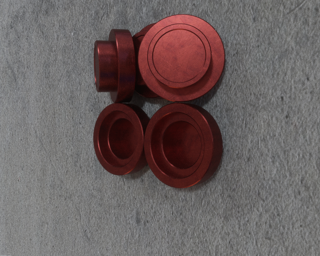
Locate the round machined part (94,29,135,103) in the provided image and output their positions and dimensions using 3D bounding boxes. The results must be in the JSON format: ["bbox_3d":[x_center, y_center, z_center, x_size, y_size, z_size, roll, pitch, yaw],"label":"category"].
[{"bbox_3d":[-0.064,-0.082,0.415,0.098,0.042,0.097,177,89,-73],"label":"round machined part"}]

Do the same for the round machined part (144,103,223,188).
[{"bbox_3d":[0.031,0.020,0.368,0.098,0.042,0.097,0,90,39],"label":"round machined part"}]

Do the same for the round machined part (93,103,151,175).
[{"bbox_3d":[-0.045,0.015,0.430,0.098,0.042,0.097,0,90,39],"label":"round machined part"}]

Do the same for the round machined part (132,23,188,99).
[{"bbox_3d":[-0.010,-0.088,0.401,0.098,0.042,0.097,0,90,39],"label":"round machined part"}]

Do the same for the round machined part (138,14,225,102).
[{"bbox_3d":[0.023,-0.078,0.346,0.099,0.042,0.097,1,95,8],"label":"round machined part"}]
